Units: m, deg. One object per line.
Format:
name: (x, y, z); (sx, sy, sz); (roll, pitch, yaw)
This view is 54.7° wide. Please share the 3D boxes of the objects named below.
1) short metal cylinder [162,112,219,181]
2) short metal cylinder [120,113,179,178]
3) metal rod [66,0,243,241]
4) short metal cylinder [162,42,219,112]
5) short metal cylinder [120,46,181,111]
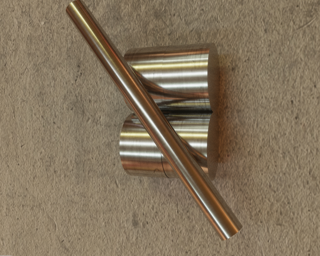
short metal cylinder: (0.039, 0.021, 0.367); (0.050, 0.080, 0.079); (1, 90, 20)
short metal cylinder: (-0.009, 0.021, 0.384); (0.050, 0.080, 0.079); (1, 90, 20)
metal rod: (-0.014, -0.018, 0.330); (0.025, 0.025, 0.299); (-38, 78, 16)
short metal cylinder: (0.039, -0.059, 0.367); (0.050, 0.080, 0.079); (1, 90, 20)
short metal cylinder: (-0.008, -0.060, 0.384); (0.050, 0.080, 0.079); (1, 90, 20)
